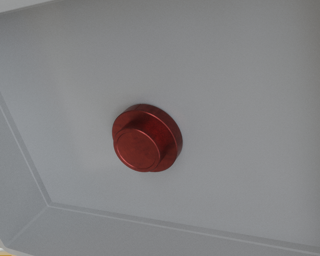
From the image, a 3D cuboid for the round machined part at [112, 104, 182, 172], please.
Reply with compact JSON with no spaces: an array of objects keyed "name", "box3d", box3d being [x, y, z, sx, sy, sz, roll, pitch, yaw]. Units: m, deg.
[{"name":"round machined part","box3d":[-0.023,0.020,0.416,0.098,0.042,0.097,13,124,20]}]
